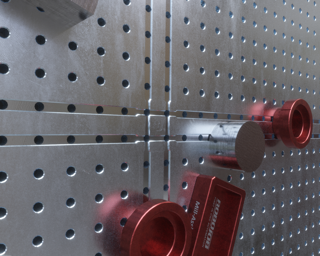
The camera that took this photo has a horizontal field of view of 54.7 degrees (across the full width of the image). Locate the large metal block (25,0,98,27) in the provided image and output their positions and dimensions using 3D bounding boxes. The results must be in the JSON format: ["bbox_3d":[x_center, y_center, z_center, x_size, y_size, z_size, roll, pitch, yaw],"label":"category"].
[{"bbox_3d":[-0.101,-0.162,0.308,0.080,0.050,0.080,23,76,-38],"label":"large metal block"}]

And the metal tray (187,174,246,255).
[{"bbox_3d":[0.081,0.146,0.473,0.090,0.030,0.130,28,73,-37],"label":"metal tray"}]

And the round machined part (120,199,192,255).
[{"bbox_3d":[-0.009,0.138,0.391,0.099,0.042,0.097,0,90,-40],"label":"round machined part"}]

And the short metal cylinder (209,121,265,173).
[{"bbox_3d":[0.124,0.029,0.497,0.081,0.050,0.080,0,90,-40],"label":"short metal cylinder"}]

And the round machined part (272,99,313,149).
[{"bbox_3d":[0.261,-0.008,0.617,0.099,0.042,0.097,0,90,-40],"label":"round machined part"}]
